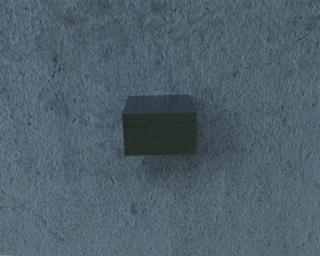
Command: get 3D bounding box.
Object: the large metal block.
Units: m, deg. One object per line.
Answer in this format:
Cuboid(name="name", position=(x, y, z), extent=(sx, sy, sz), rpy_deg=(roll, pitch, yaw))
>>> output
Cuboid(name="large metal block", position=(0.000, -0.006, 0.380), extent=(0.081, 0.080, 0.050), rpy_deg=(-1, 110, 0))
